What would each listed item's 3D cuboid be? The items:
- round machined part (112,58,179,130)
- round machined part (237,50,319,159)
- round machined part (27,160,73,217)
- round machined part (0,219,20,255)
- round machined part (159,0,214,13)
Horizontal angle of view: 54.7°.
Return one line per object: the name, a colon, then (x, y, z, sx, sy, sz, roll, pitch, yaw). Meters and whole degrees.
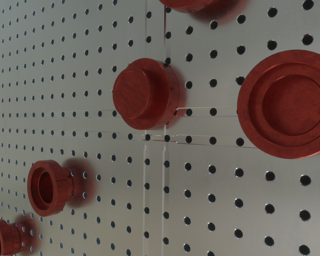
round machined part: (-0.026, -0.046, 0.418, 0.098, 0.042, 0.097, 0, 90, 39)
round machined part: (0.128, -0.021, 0.292, 0.098, 0.042, 0.097, 0, 90, 39)
round machined part: (-0.193, 0.105, 0.554, 0.098, 0.042, 0.097, 0, 90, 39)
round machined part: (-0.342, 0.248, 0.676, 0.098, 0.042, 0.097, 0, 90, 39)
round machined part: (0.041, -0.184, 0.363, 0.098, 0.042, 0.097, 0, 90, 39)
